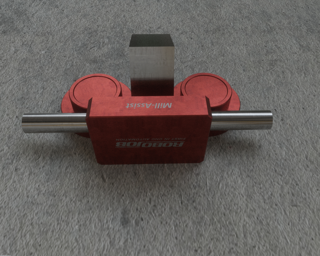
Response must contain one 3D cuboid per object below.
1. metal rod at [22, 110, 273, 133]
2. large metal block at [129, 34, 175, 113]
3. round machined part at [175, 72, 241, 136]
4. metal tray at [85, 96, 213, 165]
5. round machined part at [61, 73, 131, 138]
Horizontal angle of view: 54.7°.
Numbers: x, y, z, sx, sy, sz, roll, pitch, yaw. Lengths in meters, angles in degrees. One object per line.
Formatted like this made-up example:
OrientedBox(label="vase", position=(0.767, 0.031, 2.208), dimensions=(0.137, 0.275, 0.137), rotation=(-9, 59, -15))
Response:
OrientedBox(label="metal rod", position=(-0.014, -0.008, 0.385), dimensions=(0.302, 0.025, 0.025), rotation=(-1, 50, -1))
OrientedBox(label="large metal block", position=(-0.010, -0.072, 0.394), dimensions=(0.050, 0.079, 0.080), rotation=(-1, 27, -2))
OrientedBox(label="round machined part", position=(0.061, -0.039, 0.426), dimensions=(0.099, 0.042, 0.098), rotation=(0, 50, 0))
OrientedBox(label="metal tray", position=(-0.012, 0.005, 0.358), dimensions=(0.131, 0.089, 0.030), rotation=(-1, 50, -1))
OrientedBox(label="round machined part", position=(-0.085, -0.037, 0.421), dimensions=(0.099, 0.042, 0.098), rotation=(0, 50, 0))
